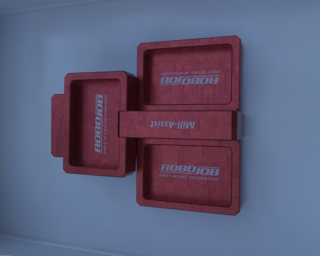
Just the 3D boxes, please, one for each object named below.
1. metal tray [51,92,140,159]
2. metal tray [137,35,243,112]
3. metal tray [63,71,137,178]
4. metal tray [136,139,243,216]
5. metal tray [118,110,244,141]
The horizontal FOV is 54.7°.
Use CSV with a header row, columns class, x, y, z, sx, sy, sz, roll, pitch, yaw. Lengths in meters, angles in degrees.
class,x,y,z,sx,sy,sz,roll,pitch,yaw
metal tray,-0.090,-0.003,0.435,0.130,0.030,0.089,0,90,19
metal tray,0.036,-0.064,0.393,0.130,0.030,0.089,1,90,19
metal tray,-0.078,-0.005,0.399,0.090,0.030,0.129,1,90,19
metal tray,0.036,0.057,0.393,0.130,0.030,0.089,1,90,19
metal tray,0.028,-0.004,0.363,0.130,0.090,0.030,1,91,19
